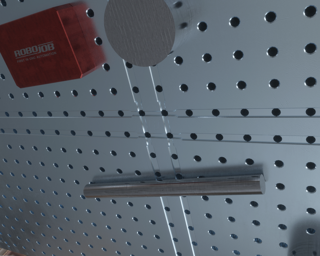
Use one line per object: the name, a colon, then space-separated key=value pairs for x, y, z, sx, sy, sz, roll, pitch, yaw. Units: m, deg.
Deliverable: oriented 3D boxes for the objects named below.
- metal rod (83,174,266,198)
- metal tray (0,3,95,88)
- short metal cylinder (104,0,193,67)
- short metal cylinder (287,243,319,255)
metal rod: x=0.002 y=0.090 z=0.464 sx=0.300 sy=0.025 sz=0.025 roll=-9 pitch=114 yaw=31
metal tray: x=-0.161 y=-0.108 z=0.424 sx=0.130 sy=0.030 sz=0.089 roll=-3 pitch=117 yaw=29
short metal cylinder: x=-0.012 y=-0.112 z=0.331 sx=0.080 sy=0.050 sz=0.079 roll=13 pitch=124 yaw=20
short metal cylinder: x=0.209 y=0.201 z=0.409 sx=0.080 sy=0.050 sz=0.079 roll=13 pitch=124 yaw=20
